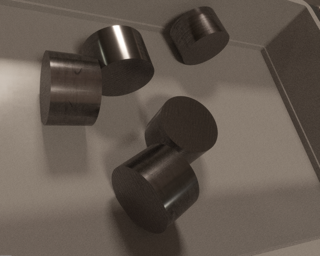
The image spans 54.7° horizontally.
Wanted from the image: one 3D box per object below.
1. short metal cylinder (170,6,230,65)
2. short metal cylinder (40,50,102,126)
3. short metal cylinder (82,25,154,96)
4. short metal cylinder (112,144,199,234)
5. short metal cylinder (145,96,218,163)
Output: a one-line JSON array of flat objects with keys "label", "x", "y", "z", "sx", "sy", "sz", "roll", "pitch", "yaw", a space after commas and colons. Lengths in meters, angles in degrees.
[{"label": "short metal cylinder", "x": 0.063, "y": -0.145, "z": 0.495, "sx": 0.081, "sy": 0.080, "sz": 0.050, "roll": -13, "pitch": 69, "yaw": -34}, {"label": "short metal cylinder", "x": -0.101, "y": -0.042, "z": 0.343, "sx": 0.050, "sy": 0.080, "sz": 0.080, "roll": 1, "pitch": 62, "yaw": -28}, {"label": "short metal cylinder", "x": -0.053, "y": -0.083, "z": 0.394, "sx": 0.081, "sy": 0.080, "sz": 0.050, "roll": -6, "pitch": 65, "yaw": -31}, {"label": "short metal cylinder", "x": -0.006, "y": 0.063, "z": 0.330, "sx": 0.050, "sy": 0.080, "sz": 0.080, "roll": -32, "pitch": 80, "yaw": -38}, {"label": "short metal cylinder", "x": 0.027, "y": 0.005, "z": 0.402, "sx": 0.081, "sy": 0.050, "sz": 0.080, "roll": 14, "pitch": 56, "yaw": -21}]
